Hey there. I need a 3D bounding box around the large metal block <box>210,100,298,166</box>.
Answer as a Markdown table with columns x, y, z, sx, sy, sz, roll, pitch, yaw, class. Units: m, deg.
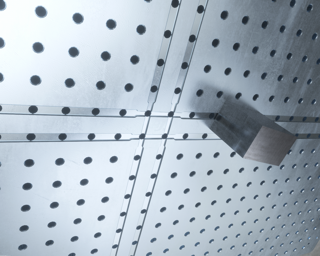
| x | y | z | sx | sy | sz | roll | pitch | yaw | class |
| --- | --- | --- | --- | --- | --- | --- | --- | --- | --- |
| 0.135 | 0.007 | 0.453 | 0.081 | 0.080 | 0.050 | 14 | 111 | -34 | large metal block |
